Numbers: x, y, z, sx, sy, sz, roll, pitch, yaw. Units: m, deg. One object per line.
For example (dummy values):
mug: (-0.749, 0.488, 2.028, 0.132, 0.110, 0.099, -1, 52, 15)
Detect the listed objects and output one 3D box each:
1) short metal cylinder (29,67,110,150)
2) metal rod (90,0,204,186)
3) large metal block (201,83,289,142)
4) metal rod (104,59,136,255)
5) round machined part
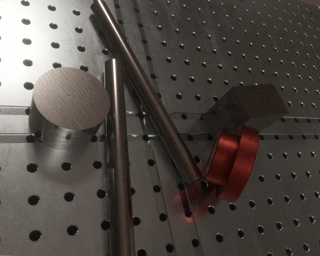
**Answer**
short metal cylinder: (-0.103, -0.021, 0.351, 0.081, 0.050, 0.080, 14, 56, -21)
metal rod: (-0.025, -0.059, 0.431, 0.025, 0.025, 0.299, -18, 71, -35)
large metal block: (0.122, -0.020, 0.453, 0.081, 0.080, 0.050, -9, 66, -32)
metal rod: (-0.048, 0.044, 0.356, 0.025, 0.025, 0.299, 7, 59, -25)
round machined part: (0.085, 0.040, 0.389, 0.042, 0.097, 0.098, 19, 52, 6)
